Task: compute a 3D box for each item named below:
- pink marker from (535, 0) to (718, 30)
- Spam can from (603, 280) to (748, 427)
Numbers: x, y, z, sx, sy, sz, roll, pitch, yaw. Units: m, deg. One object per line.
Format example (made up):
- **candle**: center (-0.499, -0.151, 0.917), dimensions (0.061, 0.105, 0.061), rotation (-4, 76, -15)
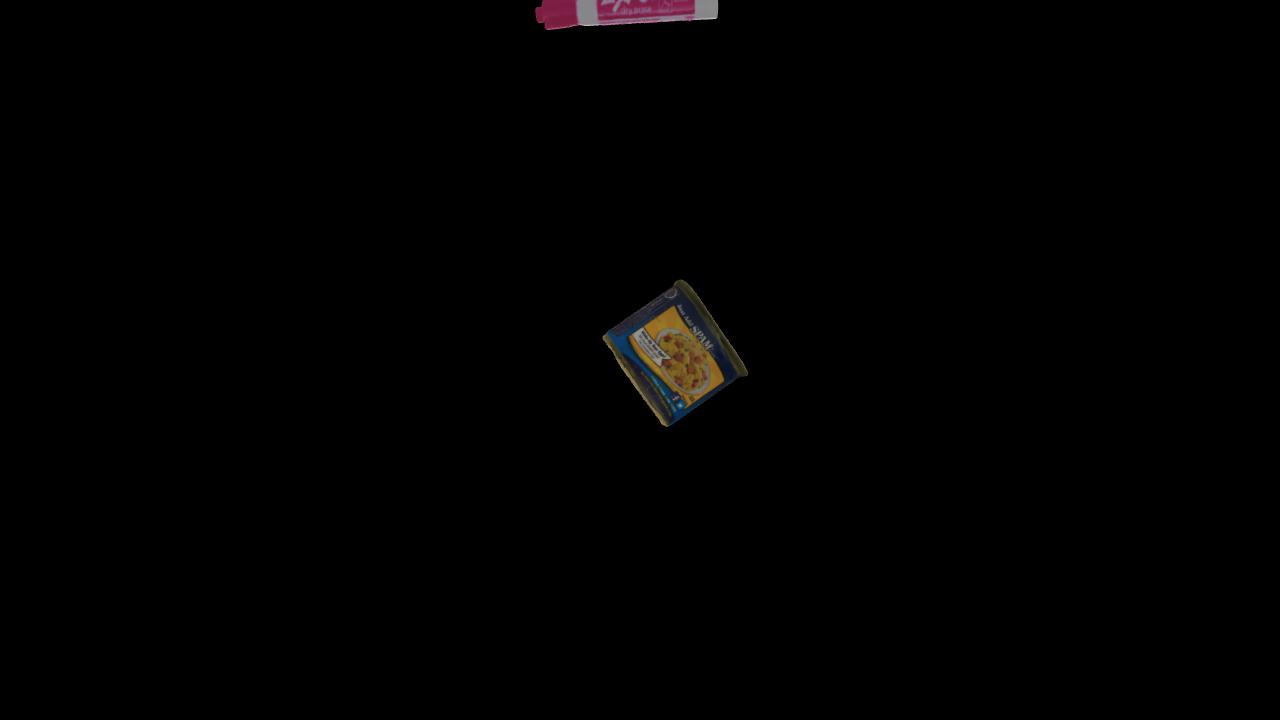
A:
- **pink marker**: center (-0.009, -0.233, 0.409), dimensions (0.121, 0.020, 0.020), rotation (-2, 0, 4)
- **Spam can**: center (0.029, -0.004, 0.536), dimensions (0.085, 0.101, 0.058), rotation (-35, 5, -4)
